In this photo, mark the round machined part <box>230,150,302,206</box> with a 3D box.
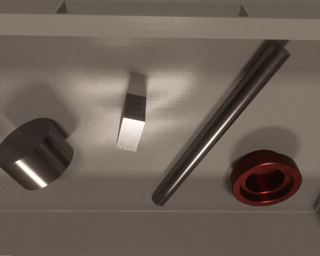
[{"bbox_3d":[0.153,0.070,0.460,0.099,0.042,0.097,-1,130,0],"label":"round machined part"}]

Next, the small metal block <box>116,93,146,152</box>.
[{"bbox_3d":[-0.036,-0.007,0.386,0.025,0.050,0.050,11,129,-10],"label":"small metal block"}]

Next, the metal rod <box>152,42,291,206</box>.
[{"bbox_3d":[0.065,0.016,0.423,0.025,0.025,0.298,21,127,-17],"label":"metal rod"}]

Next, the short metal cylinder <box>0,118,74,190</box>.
[{"bbox_3d":[-0.160,0.032,0.398,0.080,0.080,0.050,-18,128,14],"label":"short metal cylinder"}]
